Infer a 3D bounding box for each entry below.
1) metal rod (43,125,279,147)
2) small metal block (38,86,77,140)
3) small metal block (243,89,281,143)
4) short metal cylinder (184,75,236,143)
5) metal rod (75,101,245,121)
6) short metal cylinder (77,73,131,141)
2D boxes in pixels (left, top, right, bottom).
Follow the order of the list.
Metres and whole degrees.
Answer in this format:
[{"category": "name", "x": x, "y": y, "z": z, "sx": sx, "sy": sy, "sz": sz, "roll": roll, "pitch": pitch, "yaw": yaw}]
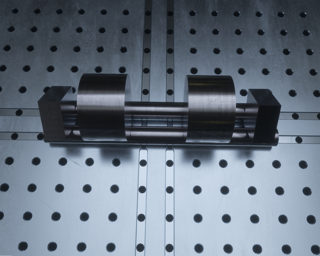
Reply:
[{"category": "metal rod", "x": 0.001, "y": 0.010, "z": 0.408, "sx": 0.302, "sy": 0.025, "sz": 0.025, "roll": 1, "pitch": 70, "yaw": 0}, {"category": "small metal block", "x": -0.124, "y": -0.019, "z": 0.381, "sx": 0.025, "sy": 0.050, "sz": 0.050, "roll": 1, "pitch": 28, "yaw": 1}, {"category": "small metal block", "x": 0.124, "y": -0.016, "z": 0.381, "sx": 0.025, "sy": 0.050, "sz": 0.050, "roll": 0, "pitch": 29, "yaw": 1}, {"category": "short metal cylinder", "x": 0.056, "y": -0.022, "z": 0.368, "sx": 0.050, "sy": 0.080, "sz": 0.080, "roll": 1, "pitch": 70, "yaw": 0}, {"category": "metal rod", "x": 0.004, "y": -0.023, "z": 0.420, "sx": 0.302, "sy": 0.025, "sz": 0.025, "roll": 1, "pitch": 70, "yaw": 0}, {"category": "short metal cylinder", "x": -0.063, "y": -0.024, "z": 0.368, "sx": 0.050, "sy": 0.080, "sz": 0.080, "roll": 1, "pitch": 70, "yaw": 0}]
